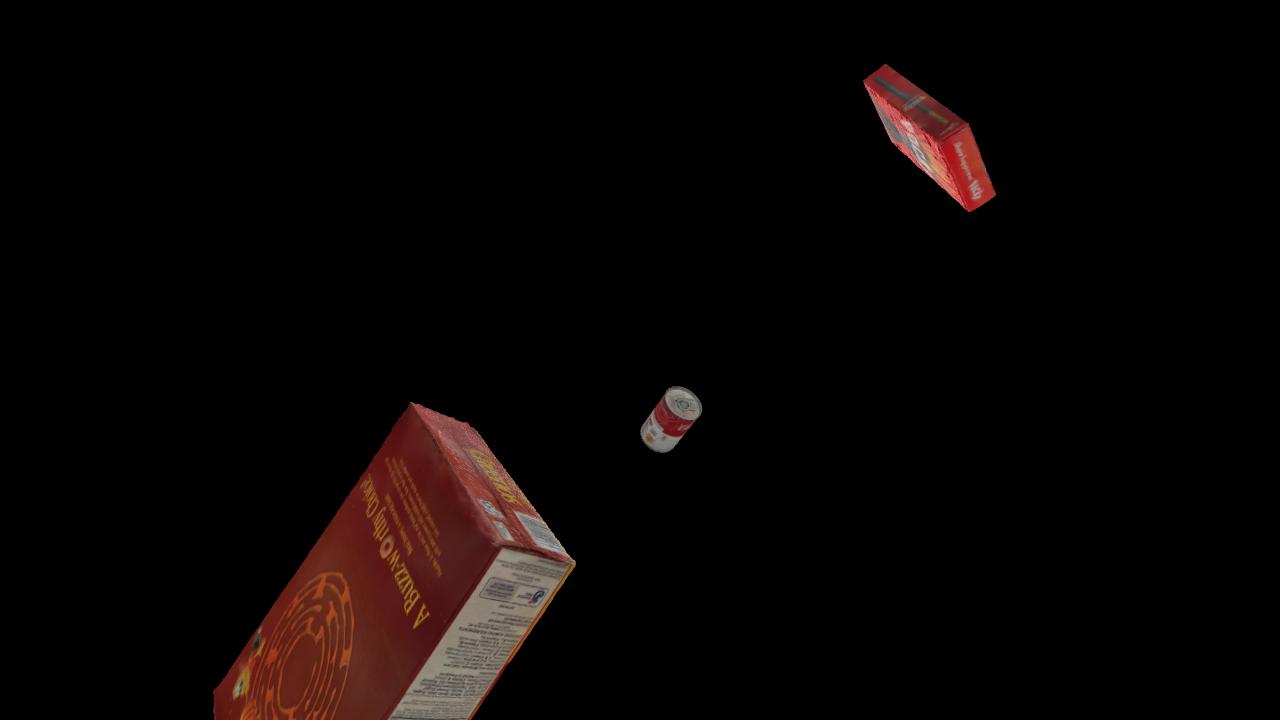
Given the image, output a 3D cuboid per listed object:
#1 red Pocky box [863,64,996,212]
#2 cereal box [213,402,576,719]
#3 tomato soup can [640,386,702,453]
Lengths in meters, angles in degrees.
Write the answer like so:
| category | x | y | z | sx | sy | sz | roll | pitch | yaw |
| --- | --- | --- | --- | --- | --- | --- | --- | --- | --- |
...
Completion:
| category | x | y | z | sx | sy | sz | roll | pitch | yaw |
| --- | --- | --- | --- | --- | --- | --- | --- | --- | --- |
| red Pocky box | 0.255 | -0.202 | 0.551 | 0.028 | 0.155 | 0.083 | -33 | -52 | 19 |
| cereal box | -0.201 | 0.210 | 0.465 | 0.081 | 0.306 | 0.203 | 33 | 1 | -42 |
| tomato soup can | 0.049 | 0.100 | 1.013 | 0.068 | 0.068 | 0.101 | 0 | -39 | -32 |
